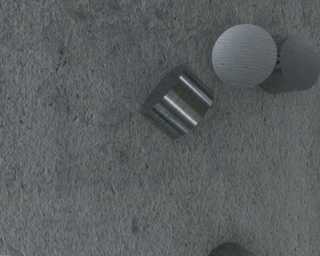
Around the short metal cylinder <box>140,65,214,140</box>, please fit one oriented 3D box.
[{"bbox_3d":[0.020,-0.032,0.387,0.050,0.080,0.080,40,77,-16],"label":"short metal cylinder"}]

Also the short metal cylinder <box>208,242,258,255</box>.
[{"bbox_3d":[0.108,0.210,0.436,0.081,0.050,0.080,0,90,-20],"label":"short metal cylinder"}]

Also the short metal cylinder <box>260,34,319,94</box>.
[{"bbox_3d":[0.189,-0.093,0.461,0.081,0.050,0.080,0,89,-25],"label":"short metal cylinder"}]

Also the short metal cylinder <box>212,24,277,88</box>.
[{"bbox_3d":[0.114,-0.096,0.416,0.080,0.050,0.079,5,105,19],"label":"short metal cylinder"}]
